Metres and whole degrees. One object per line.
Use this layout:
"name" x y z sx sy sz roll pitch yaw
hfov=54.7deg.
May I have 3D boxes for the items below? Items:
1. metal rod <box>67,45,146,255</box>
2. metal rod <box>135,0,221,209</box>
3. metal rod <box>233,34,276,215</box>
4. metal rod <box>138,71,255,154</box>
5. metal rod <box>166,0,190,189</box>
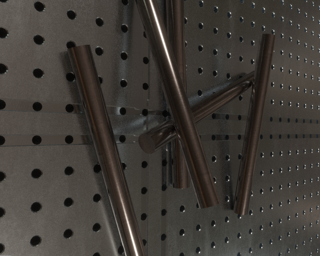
"metal rod" -0.055 0.055 0.364 0.025 0.025 0.298 -22 104 -38
"metal rod" 0.013 -0.055 0.367 0.025 0.025 0.299 -10 80 -40
"metal rod" 0.157 -0.003 0.516 0.025 0.025 0.298 4 96 -40
"metal rod" 0.079 -0.037 0.453 0.302 0.025 0.025 -30 109 -44
"metal rod" 0.024 -0.066 0.431 0.025 0.025 0.298 -4 93 -40
